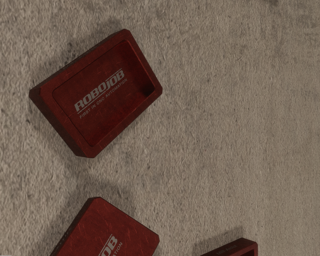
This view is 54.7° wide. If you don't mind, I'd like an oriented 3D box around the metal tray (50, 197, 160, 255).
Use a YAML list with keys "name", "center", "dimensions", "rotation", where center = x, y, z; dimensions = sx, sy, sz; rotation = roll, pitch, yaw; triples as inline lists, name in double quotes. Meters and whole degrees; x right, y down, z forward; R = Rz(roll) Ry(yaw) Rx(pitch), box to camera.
- name: "metal tray"
  center: [-0.070, 0.150, 0.326]
  dimensions: [0.090, 0.030, 0.130]
  rotation: [38, 65, -13]

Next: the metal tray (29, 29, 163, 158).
- name: "metal tray"
  center: [-0.064, -0.040, 0.349]
  dimensions: [0.131, 0.030, 0.090]
  rotation: [-46, 118, -30]

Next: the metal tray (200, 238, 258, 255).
- name: "metal tray"
  center: [0.108, 0.239, 0.495]
  dimensions: [0.131, 0.030, 0.089]
  rotation: [-2, 92, -40]
